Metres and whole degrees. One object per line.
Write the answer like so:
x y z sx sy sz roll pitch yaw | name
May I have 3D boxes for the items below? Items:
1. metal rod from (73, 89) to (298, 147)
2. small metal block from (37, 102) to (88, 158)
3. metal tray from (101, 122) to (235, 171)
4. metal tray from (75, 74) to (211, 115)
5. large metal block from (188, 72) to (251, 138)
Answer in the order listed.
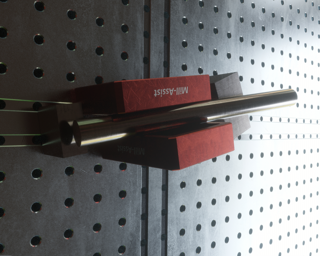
0.053 -0.019 0.357 0.303 0.025 0.025 -11 97 -30 | metal rod
-0.099 0.001 0.311 0.025 0.050 0.050 -11 97 -40 | small metal block
0.004 0.015 0.346 0.091 0.130 0.030 -13 99 -40 | metal tray
-0.017 -0.039 0.353 0.131 0.090 0.030 -12 99 -40 | metal tray
0.070 -0.028 0.433 0.050 0.080 0.080 -29 108 -37 | large metal block
